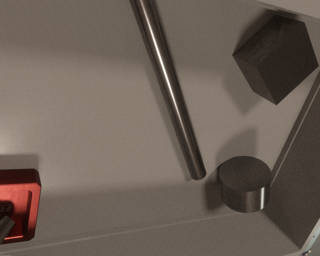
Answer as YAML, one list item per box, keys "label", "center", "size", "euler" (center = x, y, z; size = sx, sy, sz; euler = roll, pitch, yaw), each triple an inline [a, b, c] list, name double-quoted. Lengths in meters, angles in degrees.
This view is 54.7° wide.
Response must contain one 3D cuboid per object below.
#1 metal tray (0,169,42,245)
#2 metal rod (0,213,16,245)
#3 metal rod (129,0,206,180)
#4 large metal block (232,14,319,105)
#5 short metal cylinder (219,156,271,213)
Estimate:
- label: "metal tray"
  center: [-0.209, 0.093, 0.348]
  size: [0.131, 0.030, 0.089]
  euler: [2, 117, -30]
- label: "metal rod"
  center: [-0.233, 0.205, 0.262]
  size: [0.301, 0.025, 0.025]
  euler: [-62, 145, -43]
- label: "metal rod"
  center: [0.018, -0.037, 0.397]
  size: [0.025, 0.025, 0.299]
  euler: [-29, 129, -10]
- label: "large metal block"
  center: [0.159, -0.092, 0.425]
  size: [0.080, 0.050, 0.080]
  euler: [-44, 130, 2]
- label: "short metal cylinder"
  center: [0.139, 0.091, 0.508]
  size: [0.081, 0.080, 0.050]
  euler: [-22, 127, -15]
